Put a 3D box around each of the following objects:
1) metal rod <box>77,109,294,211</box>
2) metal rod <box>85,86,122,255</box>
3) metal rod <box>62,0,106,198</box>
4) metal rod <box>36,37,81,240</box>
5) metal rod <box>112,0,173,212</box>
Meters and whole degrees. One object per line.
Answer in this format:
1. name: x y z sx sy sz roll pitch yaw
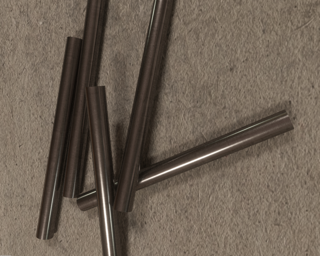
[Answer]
1. metal rod: 0.019 0.049 0.401 0.300 0.025 0.025 -24 82 18
2. metal rod: -0.070 0.095 0.406 0.025 0.025 0.298 -1 100 19
3. metal rod: -0.109 -0.049 0.445 0.025 0.025 0.298 9 93 19
4. metal rod: -0.148 0.017 0.459 0.025 0.025 0.298 11 94 19
5. metal rod: -0.019 -0.043 0.399 0.025 0.025 0.298 10 88 19
